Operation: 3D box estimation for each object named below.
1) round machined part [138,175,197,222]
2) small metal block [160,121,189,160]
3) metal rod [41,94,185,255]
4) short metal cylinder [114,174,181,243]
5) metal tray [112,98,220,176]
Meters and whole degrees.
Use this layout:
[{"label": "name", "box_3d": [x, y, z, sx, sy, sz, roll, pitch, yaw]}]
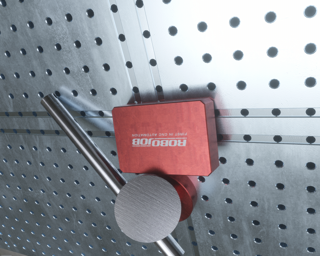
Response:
[{"label": "round machined part", "box_3d": [0.002, 0.105, 0.463, 0.098, 0.042, 0.097, 13, 124, 20]}, {"label": "small metal block", "box_3d": [0.018, 0.018, 0.412, 0.050, 0.025, 0.050, -10, 114, 32]}, {"label": "metal rod", "box_3d": [-0.073, 0.067, 0.448, 0.300, 0.025, 0.025, 49, 130, 9]}, {"label": "short metal cylinder", "box_3d": [-0.016, 0.100, 0.398, 0.080, 0.080, 0.050, 40, 172, 1]}, {"label": "metal tray", "box_3d": [0.005, 0.012, 0.394, 0.130, 0.030, 0.089, -2, 99, 29]}]
